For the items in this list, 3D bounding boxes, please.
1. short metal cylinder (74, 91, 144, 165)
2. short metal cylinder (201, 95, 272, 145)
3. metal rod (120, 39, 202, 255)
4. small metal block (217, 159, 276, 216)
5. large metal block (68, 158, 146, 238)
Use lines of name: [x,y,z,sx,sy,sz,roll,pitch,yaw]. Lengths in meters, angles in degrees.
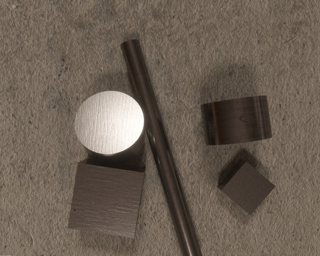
short metal cylinder: [-0.059,0.001,0.384,0.081,0.050,0.080,0,69,-1]
short metal cylinder: [0.094,-0.009,0.384,0.081,0.080,0.050,-8,90,0]
metal rod: [0.002,0.031,0.410,0.025,0.025,0.298,-17,90,0]
small metal block: [0.114,0.078,0.412,0.050,0.025,0.050,41,90,-1]
large metal block: [-0.065,0.087,0.397,0.081,0.050,0.080,9,90,-1]
